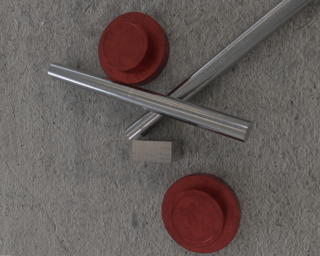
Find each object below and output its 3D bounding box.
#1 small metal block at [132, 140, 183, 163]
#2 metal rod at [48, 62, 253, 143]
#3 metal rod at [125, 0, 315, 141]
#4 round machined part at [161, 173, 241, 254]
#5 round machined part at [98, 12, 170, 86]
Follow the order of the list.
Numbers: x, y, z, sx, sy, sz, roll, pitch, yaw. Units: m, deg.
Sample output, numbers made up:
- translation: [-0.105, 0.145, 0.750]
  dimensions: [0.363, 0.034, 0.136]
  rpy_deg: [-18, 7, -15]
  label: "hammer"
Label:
- translation: [-0.002, 0.028, 0.396]
  dimensions: [0.050, 0.050, 0.025]
  rpy_deg: [1, 91, 20]
  label: "small metal block"
- translation: [-0.032, -0.041, 0.398]
  dimensions: [0.300, 0.025, 0.025]
  rpy_deg: [20, 97, 27]
  label: "metal rod"
- translation: [0.073, -0.079, 0.383]
  dimensions: [0.300, 0.025, 0.025]
  rpy_deg: [-39, 78, 15]
  label: "metal rod"
- translation: [0.048, 0.107, 0.383]
  dimensions: [0.098, 0.042, 0.097]
  rpy_deg: [0, 90, 20]
  label: "round machined part"
- translation: [-0.040, -0.107, 0.414]
  dimensions: [0.098, 0.042, 0.097]
  rpy_deg: [0, 90, 20]
  label: "round machined part"
